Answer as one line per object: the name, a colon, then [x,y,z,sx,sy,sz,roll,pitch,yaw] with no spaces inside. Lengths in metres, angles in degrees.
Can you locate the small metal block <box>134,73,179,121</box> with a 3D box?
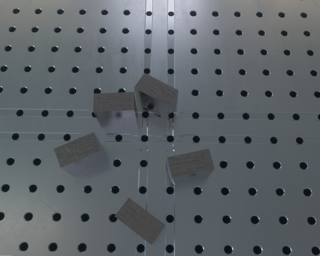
small metal block: [-0.005,-0.041,0.413,0.050,0.050,0.025,29,73,10]

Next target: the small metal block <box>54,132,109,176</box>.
small metal block: [-0.096,0.034,0.386,0.050,0.050,0.025,-24,72,-8]

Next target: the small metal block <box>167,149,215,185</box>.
small metal block: [0.036,0.049,0.381,0.050,0.050,0.025,-12,71,-4]

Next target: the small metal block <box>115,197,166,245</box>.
small metal block: [-0.022,0.109,0.359,0.050,0.050,0.025,34,74,12]

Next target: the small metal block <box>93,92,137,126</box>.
small metal block: [-0.057,-0.024,0.407,0.050,0.050,0.025,-3,70,-1]
